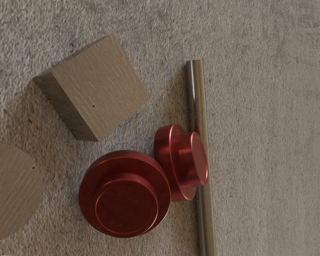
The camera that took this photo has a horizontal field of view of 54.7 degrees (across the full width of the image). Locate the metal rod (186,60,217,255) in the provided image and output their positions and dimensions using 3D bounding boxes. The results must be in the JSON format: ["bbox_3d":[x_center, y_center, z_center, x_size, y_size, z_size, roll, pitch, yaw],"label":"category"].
[{"bbox_3d":[0.061,0.052,0.456,0.025,0.025,0.298,-8,95,-40],"label":"metal rod"}]

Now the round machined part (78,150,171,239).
[{"bbox_3d":[-0.037,0.076,0.329,0.099,0.042,0.097,-1,107,-4],"label":"round machined part"}]

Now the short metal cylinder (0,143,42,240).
[{"bbox_3d":[-0.150,0.051,0.263,0.081,0.050,0.079,0,90,-40],"label":"short metal cylinder"}]

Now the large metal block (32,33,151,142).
[{"bbox_3d":[-0.070,-0.042,0.330,0.080,0.050,0.080,-44,117,-31],"label":"large metal block"}]

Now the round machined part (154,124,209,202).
[{"bbox_3d":[0.032,0.042,0.391,0.098,0.042,0.097,-14,90,-71],"label":"round machined part"}]
